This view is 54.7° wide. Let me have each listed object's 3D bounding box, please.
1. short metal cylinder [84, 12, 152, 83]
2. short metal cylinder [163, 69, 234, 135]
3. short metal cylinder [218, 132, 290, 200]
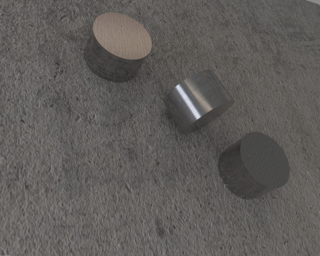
[{"bbox_3d":[-0.058,-0.109,0.423,0.081,0.050,0.080,14,56,-21],"label":"short metal cylinder"},{"bbox_3d":[0.052,-0.034,0.417,0.081,0.080,0.050,-23,74,-36],"label":"short metal cylinder"},{"bbox_3d":[0.128,0.052,0.425,0.081,0.050,0.080,14,56,-21],"label":"short metal cylinder"}]
